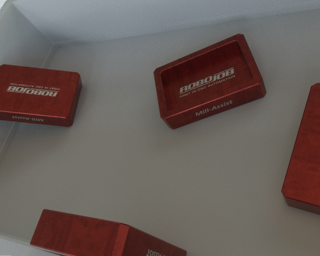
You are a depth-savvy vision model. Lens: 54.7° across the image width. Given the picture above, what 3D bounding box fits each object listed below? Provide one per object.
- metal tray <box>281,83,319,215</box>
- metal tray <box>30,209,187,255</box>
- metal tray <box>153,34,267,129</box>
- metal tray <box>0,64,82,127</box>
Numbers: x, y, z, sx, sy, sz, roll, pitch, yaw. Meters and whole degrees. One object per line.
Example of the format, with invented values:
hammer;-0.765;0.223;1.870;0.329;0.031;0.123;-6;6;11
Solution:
metal tray;0.180;0.021;0.295;0.090;0.030;0.130;12;67;33
metal tray;-0.040;0.113;0.290;0.090;0.130;0.030;0;62;28
metal tray;0.060;-0.061;0.408;0.130;0.030;0.090;-20;54;16
metal tray;-0.202;-0.053;0.502;0.131;0.030;0.090;6;60;-3
